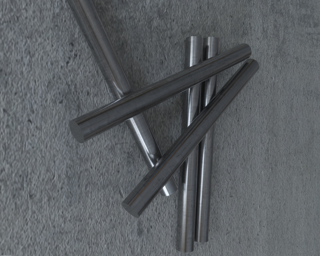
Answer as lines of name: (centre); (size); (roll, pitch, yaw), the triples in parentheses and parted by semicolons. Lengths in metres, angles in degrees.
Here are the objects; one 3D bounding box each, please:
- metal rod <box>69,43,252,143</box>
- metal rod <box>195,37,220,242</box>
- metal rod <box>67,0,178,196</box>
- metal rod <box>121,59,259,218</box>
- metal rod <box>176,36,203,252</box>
metal rod: (0.025, -0.057, 0.390); (0.302, 0.025, 0.025); (-30, 109, -36)
metal rod: (0.068, 0.015, 0.461); (0.025, 0.025, 0.298); (6, 86, -40)
metal rod: (-0.045, -0.046, 0.366); (0.025, 0.025, 0.299); (-37, 113, -34)
metal rod: (0.057, -0.004, 0.417); (0.301, 0.025, 0.025); (-47, 118, -30)
metal rod: (0.042, 0.021, 0.439); (0.025, 0.025, 0.298); (5, 87, -40)
